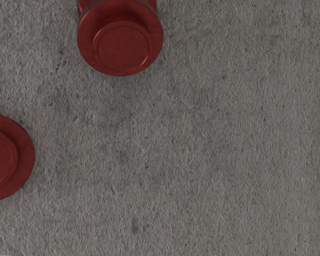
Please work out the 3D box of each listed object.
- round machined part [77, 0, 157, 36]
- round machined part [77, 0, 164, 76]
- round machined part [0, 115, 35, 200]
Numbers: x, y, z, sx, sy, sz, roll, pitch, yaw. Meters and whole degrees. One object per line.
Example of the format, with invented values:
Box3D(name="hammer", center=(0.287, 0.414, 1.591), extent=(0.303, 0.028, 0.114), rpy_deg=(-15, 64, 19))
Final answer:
Box3D(name="round machined part", center=(-0.050, -0.156, 0.381), extent=(0.099, 0.042, 0.097), rpy_deg=(0, 90, -20))
Box3D(name="round machined part", center=(-0.044, -0.099, 0.355), extent=(0.099, 0.042, 0.097), rpy_deg=(-8, 135, -8))
Box3D(name="round machined part", center=(-0.187, 0.032, 0.331), extent=(0.099, 0.042, 0.097), rpy_deg=(0, 90, -20))
